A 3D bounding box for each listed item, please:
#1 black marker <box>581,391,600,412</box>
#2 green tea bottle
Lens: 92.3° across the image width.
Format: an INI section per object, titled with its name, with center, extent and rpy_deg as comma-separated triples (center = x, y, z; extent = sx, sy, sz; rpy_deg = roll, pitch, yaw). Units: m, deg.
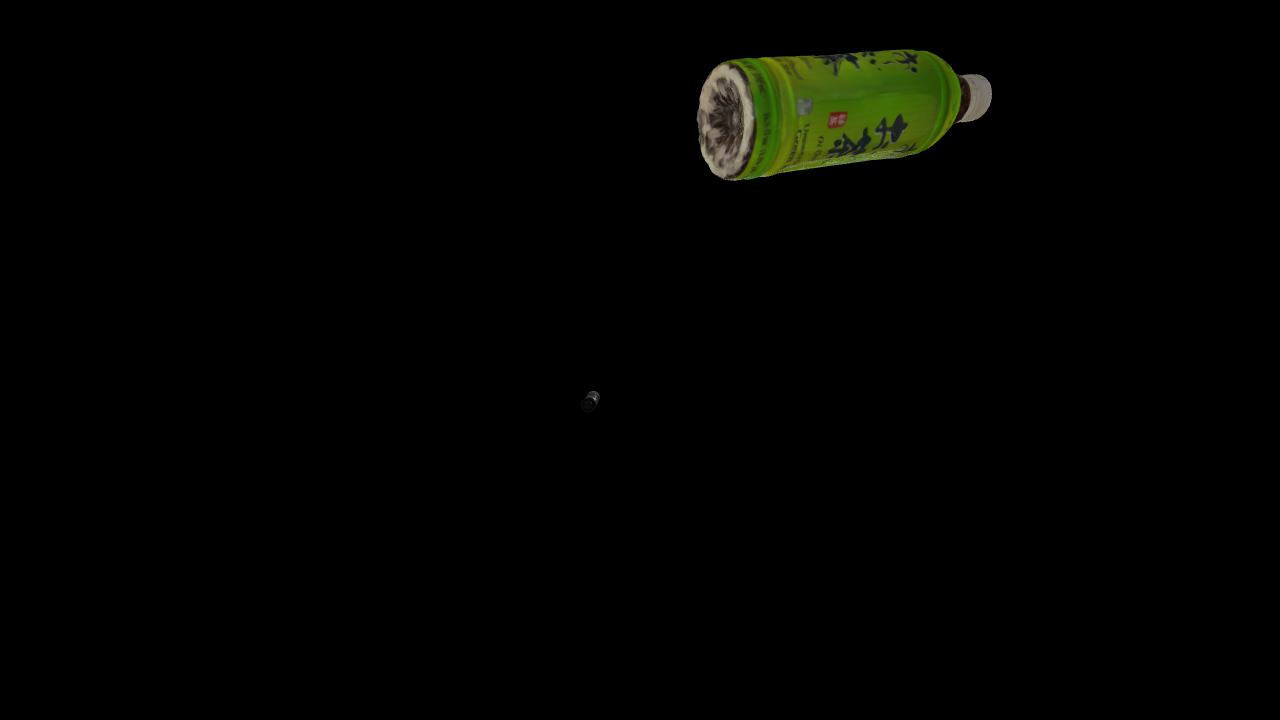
[black marker]
center = -0.066, 0.056, 0.831
extent = 0.020, 0.020, 0.121
rpy_deg = 0, 1, -2
[green tea bottle]
center = 0.143, -0.165, 0.405
extent = 0.212, 0.073, 0.073
rpy_deg = -15, 6, -21
